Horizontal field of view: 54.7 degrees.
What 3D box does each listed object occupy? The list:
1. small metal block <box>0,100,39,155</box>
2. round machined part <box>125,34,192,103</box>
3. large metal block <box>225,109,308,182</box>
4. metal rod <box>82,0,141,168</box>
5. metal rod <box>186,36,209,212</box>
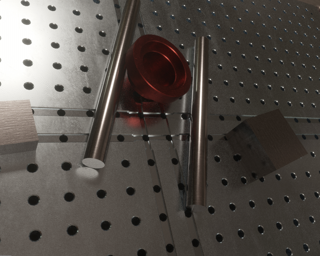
[{"bbox_3d":[-0.159,0.000,0.323,0.050,0.025,0.050,-8,66,-32],"label":"small metal block"},{"bbox_3d":[-0.006,-0.078,0.435,0.099,0.042,0.098,19,57,-31],"label":"round machined part"},{"bbox_3d":[0.159,0.025,0.466,0.081,0.050,0.080,-16,70,-35],"label":"large metal block"},{"bbox_3d":[-0.059,-0.084,0.428,0.025,0.025,0.300,19,54,-18],"label":"metal rod"},{"bbox_3d":[0.058,-0.027,0.457,0.025,0.025,0.300,19,54,-18],"label":"metal rod"}]
